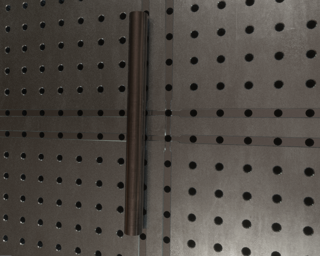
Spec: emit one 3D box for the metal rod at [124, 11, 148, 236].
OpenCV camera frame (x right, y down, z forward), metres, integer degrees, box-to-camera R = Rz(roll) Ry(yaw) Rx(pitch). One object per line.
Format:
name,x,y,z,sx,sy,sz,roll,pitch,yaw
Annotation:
metal rod,-0.033,-0.006,0.423,0.025,0.025,0.298,2,90,19
